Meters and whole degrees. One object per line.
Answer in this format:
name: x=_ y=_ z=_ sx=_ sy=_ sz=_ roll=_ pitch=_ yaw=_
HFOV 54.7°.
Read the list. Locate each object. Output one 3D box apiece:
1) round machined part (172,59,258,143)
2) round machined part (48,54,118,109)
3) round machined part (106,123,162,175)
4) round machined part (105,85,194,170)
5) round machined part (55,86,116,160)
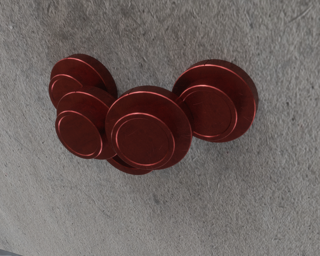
round machined part: x=0.057 y=-0.024 z=0.350 sx=0.098 sy=0.042 sz=0.097 roll=13 pitch=124 yaw=20
round machined part: x=-0.111 y=-0.048 z=0.423 sx=0.098 sy=0.042 sz=0.097 roll=13 pitch=124 yaw=20
round machined part: x=-0.036 y=0.013 z=0.423 sx=0.098 sy=0.042 sz=0.097 roll=13 pitch=124 yaw=20
round machined part: x=-0.014 y=0.006 z=0.340 sx=0.098 sy=0.042 sz=0.097 roll=5 pitch=117 yaw=10
round machined part: x=-0.090 y=0.000 z=0.388 sx=0.098 sy=0.042 sz=0.097 roll=13 pitch=124 yaw=20
